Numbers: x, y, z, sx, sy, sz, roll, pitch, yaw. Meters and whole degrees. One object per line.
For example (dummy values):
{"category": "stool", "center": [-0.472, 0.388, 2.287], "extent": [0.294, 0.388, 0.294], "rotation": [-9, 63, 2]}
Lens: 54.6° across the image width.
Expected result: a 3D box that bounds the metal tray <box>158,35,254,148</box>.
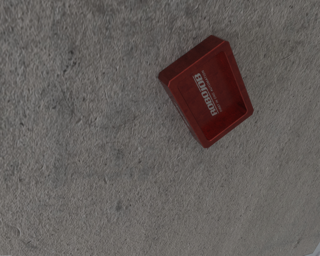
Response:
{"category": "metal tray", "center": [0.066, -0.043, 0.411], "extent": [0.090, 0.030, 0.130], "rotation": [-37, 129, -3]}
